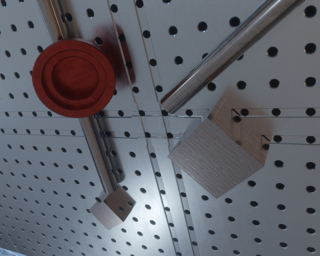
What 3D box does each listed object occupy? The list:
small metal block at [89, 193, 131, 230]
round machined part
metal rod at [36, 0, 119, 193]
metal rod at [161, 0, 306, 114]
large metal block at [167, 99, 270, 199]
[{"bbox_3d":[-0.089,0.147,0.547,0.050,0.025,0.050,48,128,-6],"label":"small metal block"},{"bbox_3d":[-0.107,-0.065,0.395,0.099,0.042,0.097,-4,115,-8],"label":"round machined part"},{"bbox_3d":[-0.111,-0.030,0.448,0.025,0.025,0.298,1,119,27],"label":"metal rod"},{"bbox_3d":[0.099,-0.104,0.293,0.025,0.025,0.299,46,129,-4],"label":"metal rod"},{"bbox_3d":[0.070,0.026,0.374,0.080,0.050,0.080,41,129,-1],"label":"large metal block"}]
